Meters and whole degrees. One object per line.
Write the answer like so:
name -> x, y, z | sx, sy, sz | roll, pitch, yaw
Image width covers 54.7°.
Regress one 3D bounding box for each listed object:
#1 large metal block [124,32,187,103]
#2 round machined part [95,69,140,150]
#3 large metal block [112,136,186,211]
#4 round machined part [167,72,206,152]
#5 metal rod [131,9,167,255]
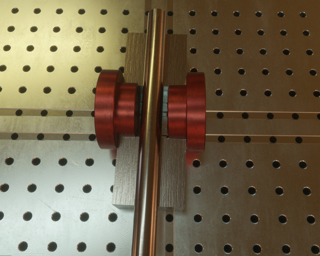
large metal block -> -0.005, -0.082, 0.428 | 0.080, 0.050, 0.080 | 2, 70, 0
round machined part -> -0.048, -0.022, 0.380 | 0.042, 0.098, 0.098 | 2, 70, 1
large metal block -> -0.011, 0.057, 0.377 | 0.080, 0.050, 0.080 | 3, 70, 1
round machined part -> 0.032, -0.019, 0.380 | 0.042, 0.098, 0.098 | 0, 70, 5
metal rod -> -0.010, -0.010, 0.362 | 0.025, 0.025, 0.299 | 3, 70, 1
